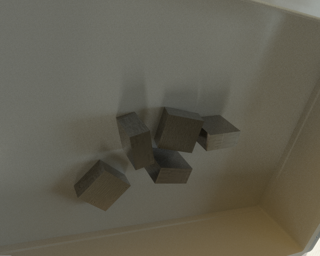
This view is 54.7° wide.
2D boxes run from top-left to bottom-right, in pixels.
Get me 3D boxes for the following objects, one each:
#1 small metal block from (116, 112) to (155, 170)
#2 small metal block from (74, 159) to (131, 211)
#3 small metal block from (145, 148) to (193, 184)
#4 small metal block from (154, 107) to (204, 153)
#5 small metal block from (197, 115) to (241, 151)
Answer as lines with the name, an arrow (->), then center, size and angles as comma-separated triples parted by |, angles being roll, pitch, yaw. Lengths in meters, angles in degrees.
small metal block -> -0.031, 0.015, 0.385 | 0.025, 0.050, 0.050 | -19, 126, -17
small metal block -> -0.077, 0.077, 0.415 | 0.050, 0.025, 0.050 | -46, 129, 4
small metal block -> 0.008, 0.052, 0.429 | 0.050, 0.050, 0.025 | 6, 115, -31
small metal block -> 0.025, 0.003, 0.417 | 0.050, 0.025, 0.050 | 10, 114, -19
small metal block -> 0.076, 0.006, 0.437 | 0.050, 0.050, 0.025 | -6, 121, -26
